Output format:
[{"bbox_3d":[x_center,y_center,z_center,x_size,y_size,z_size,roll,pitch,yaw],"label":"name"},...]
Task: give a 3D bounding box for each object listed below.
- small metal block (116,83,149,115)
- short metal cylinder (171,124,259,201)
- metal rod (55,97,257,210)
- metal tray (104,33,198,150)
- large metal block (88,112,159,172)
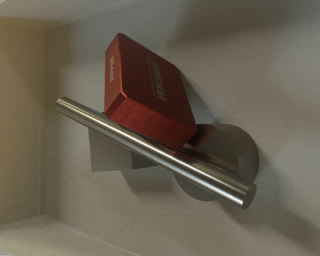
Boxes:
[{"bbox_3d":[-0.029,-0.044,0.383,0.050,0.025,0.050,-3,52,13],"label":"small metal block"},{"bbox_3d":[0.060,0.035,0.338,0.080,0.050,0.079,0,90,39],"label":"short metal cylinder"},{"bbox_3d":[-0.031,0.013,0.363,0.300,0.025,0.025,23,105,37],"label":"metal rod"},{"bbox_3d":[-0.013,-0.044,0.340,0.030,0.090,0.130,-48,32,28],"label":"metal tray"},{"bbox_3d":[-0.053,0.017,0.430,0.080,0.050,0.080,-10,84,39],"label":"large metal block"}]
